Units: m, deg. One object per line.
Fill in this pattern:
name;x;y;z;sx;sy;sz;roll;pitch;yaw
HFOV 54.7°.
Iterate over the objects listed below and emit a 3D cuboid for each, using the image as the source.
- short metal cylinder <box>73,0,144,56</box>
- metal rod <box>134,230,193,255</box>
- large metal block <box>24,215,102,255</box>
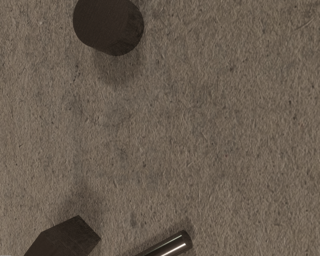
short metal cylinder;-0.069;-0.142;0.419;0.080;0.050;0.079;0;90;19
metal rod;-0.085;0.222;0.437;0.300;0.025;0.025;-34;80;16
large metal block;-0.141;0.177;0.428;0.050;0.080;0.080;41;103;15
